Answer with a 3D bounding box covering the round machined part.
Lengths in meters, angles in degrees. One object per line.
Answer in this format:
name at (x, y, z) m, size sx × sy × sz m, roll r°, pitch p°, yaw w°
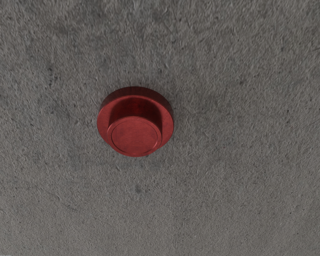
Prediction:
round machined part at (-0.031, -0.001, 0.395) m, size 0.099 × 0.042 × 0.097 m, roll 0°, pitch 130°, yaw 0°
